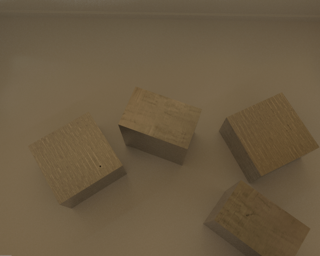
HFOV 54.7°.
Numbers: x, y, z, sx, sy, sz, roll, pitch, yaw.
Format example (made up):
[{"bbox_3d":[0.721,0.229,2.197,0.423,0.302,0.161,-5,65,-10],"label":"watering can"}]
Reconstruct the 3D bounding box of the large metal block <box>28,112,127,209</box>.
[{"bbox_3d":[-0.098,0.040,0.380,0.080,0.050,0.080,-32,73,-11],"label":"large metal block"}]

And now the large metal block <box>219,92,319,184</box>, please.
[{"bbox_3d":[0.134,0.013,0.393,0.080,0.050,0.080,-24,72,-9],"label":"large metal block"}]

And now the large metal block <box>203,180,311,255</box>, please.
[{"bbox_3d":[0.100,0.108,0.342,0.080,0.080,0.050,35,74,11],"label":"large metal block"}]

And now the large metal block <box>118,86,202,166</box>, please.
[{"bbox_3d":[0.001,0.001,0.380,0.080,0.080,0.050,20,71,6],"label":"large metal block"}]
